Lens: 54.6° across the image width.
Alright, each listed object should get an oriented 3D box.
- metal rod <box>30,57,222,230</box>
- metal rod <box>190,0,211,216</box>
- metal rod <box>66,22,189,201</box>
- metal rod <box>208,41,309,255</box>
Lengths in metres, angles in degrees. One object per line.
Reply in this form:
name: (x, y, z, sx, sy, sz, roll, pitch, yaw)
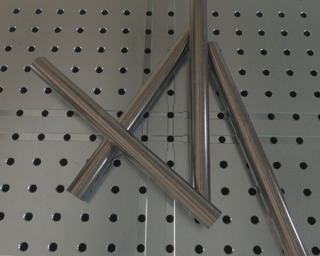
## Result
metal rod: (-0.050, 0.010, 0.380, 0.300, 0.025, 0.025, 40, 75, 13)
metal rod: (0.052, -0.039, 0.411, 0.025, 0.025, 0.299, 1, 76, 0)
metal rod: (-0.024, -0.036, 0.424, 0.025, 0.025, 0.300, 31, 73, 10)
metal rod: (0.116, 0.015, 0.406, 0.025, 0.025, 0.299, -16, 71, -6)
